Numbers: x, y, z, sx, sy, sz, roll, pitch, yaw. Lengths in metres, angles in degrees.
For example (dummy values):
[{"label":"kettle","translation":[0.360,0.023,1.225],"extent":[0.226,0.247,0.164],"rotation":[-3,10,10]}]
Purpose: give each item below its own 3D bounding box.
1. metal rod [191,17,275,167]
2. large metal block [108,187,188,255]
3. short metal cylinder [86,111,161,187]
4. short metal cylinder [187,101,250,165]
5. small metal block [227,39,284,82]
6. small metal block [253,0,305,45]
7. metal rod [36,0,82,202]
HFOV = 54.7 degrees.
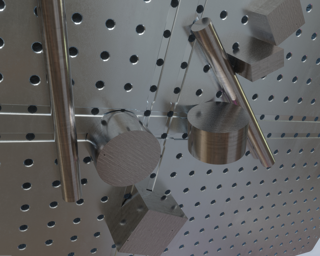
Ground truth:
[{"label":"metal rod","translation":[0.120,-0.031,0.457],"extent":[0.025,0.025,0.300],"rotation":[-40,130,-1]},{"label":"large metal block","translation":[-0.019,0.145,0.475],"extent":[0.080,0.050,0.080],"rotation":[25,105,-37]},{"label":"short metal cylinder","translation":[-0.046,0.026,0.386],"extent":[0.081,0.050,0.079],"rotation":[-14,124,-21]},{"label":"short metal cylinder","translation":[0.078,0.005,0.421],"extent":[0.081,0.080,0.050],"rotation":[-17,125,-19]},{"label":"small metal block","translation":[0.125,-0.090,0.407],"extent":[0.050,0.050,0.025],"rotation":[-27,128,-12]},{"label":"small metal block","translation":[0.158,-0.145,0.407],"extent":[0.050,0.025,0.050],"rotation":[-40,129,-1]},{"label":"metal rod","translation":[-0.105,-0.040,0.328],"extent":[0.025,0.025,0.298],"rotation":[-10,123,-23]}]
